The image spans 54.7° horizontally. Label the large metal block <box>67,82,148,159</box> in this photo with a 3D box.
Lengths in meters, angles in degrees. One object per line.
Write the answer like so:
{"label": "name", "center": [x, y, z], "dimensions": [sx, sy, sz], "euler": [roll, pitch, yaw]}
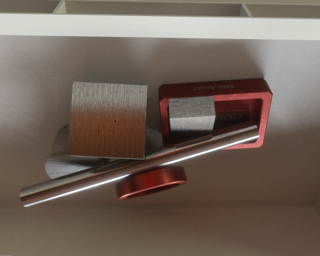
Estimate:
{"label": "large metal block", "center": [-0.056, -0.006, 0.355], "dimensions": [0.081, 0.080, 0.050], "euler": [3, 172, -2]}

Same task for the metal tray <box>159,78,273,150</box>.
{"label": "metal tray", "center": [0.067, -0.014, 0.392], "dimensions": [0.131, 0.030, 0.089], "euler": [-4, 130, 2]}

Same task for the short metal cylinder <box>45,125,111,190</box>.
{"label": "short metal cylinder", "center": [-0.108, 0.040, 0.422], "dimensions": [0.081, 0.050, 0.079], "euler": [0, 130, 0]}

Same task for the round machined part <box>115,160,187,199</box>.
{"label": "round machined part", "center": [-0.015, 0.067, 0.432], "dimensions": [0.099, 0.042, 0.098], "euler": [-14, 164, -4]}

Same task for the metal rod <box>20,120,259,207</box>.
{"label": "metal rod", "center": [-0.024, 0.044, 0.390], "dimensions": [0.302, 0.025, 0.025], "euler": [-16, 129, -1]}

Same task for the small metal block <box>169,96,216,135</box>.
{"label": "small metal block", "center": [0.037, -0.014, 0.368], "dimensions": [0.050, 0.025, 0.050], "euler": [-3, 156, 3]}
